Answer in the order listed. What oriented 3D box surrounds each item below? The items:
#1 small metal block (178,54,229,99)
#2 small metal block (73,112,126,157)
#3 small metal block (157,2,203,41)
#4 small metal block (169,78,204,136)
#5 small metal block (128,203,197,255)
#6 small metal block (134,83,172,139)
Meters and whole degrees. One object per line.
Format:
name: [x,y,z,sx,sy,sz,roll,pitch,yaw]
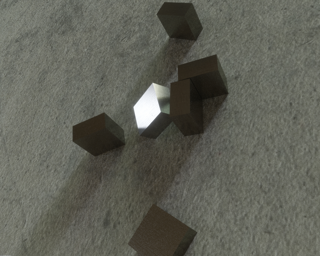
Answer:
small metal block: [0.056,-0.062,0.396,0.050,0.050,0.025,-13,57,21]
small metal block: [-0.083,0.010,0.423,0.050,0.050,0.025,-22,54,15]
small metal block: [0.031,-0.162,0.470,0.050,0.050,0.025,18,72,35]
small metal block: [0.034,-0.025,0.384,0.025,0.050,0.050,-11,57,22]
small metal block: [0.003,0.117,0.330,0.050,0.025,0.050,24,75,36]
small metal block: [-0.008,-0.022,0.406,0.050,0.025,0.050,-47,43,37]
